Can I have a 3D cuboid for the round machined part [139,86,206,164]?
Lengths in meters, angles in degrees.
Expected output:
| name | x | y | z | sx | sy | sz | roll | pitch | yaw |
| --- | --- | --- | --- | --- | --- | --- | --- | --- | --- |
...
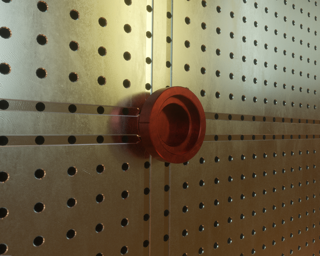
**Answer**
| name | x | y | z | sx | sy | sz | roll | pitch | yaw |
| --- | --- | --- | --- | --- | --- | --- | --- | --- | --- |
| round machined part | 0.012 | -0.004 | 0.406 | 0.099 | 0.042 | 0.097 | 0 | 90 | -40 |
